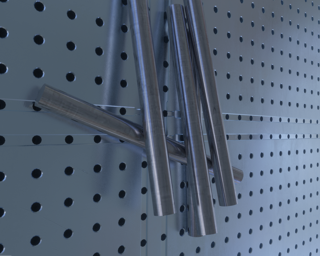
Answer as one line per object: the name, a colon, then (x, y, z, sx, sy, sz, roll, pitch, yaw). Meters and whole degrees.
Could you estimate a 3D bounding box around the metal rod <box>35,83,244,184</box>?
metal rod: (-0.002, 0.020, 0.388, 0.302, 0.025, 0.025, 24, 75, -31)

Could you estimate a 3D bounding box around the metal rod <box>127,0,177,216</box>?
metal rod: (-0.014, -0.052, 0.363, 0.025, 0.025, 0.298, -1, 80, -40)

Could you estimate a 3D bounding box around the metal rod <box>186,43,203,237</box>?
metal rod: (0.050, 0.007, 0.453, 0.025, 0.025, 0.298, -2, 92, -40)

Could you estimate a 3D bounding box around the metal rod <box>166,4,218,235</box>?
metal rod: (0.039, -0.020, 0.398, 0.025, 0.025, 0.299, 3, 74, -40)

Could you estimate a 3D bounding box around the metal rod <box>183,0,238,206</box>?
metal rod: (0.066, -0.046, 0.419, 0.025, 0.025, 0.298, -7, 85, -40)
